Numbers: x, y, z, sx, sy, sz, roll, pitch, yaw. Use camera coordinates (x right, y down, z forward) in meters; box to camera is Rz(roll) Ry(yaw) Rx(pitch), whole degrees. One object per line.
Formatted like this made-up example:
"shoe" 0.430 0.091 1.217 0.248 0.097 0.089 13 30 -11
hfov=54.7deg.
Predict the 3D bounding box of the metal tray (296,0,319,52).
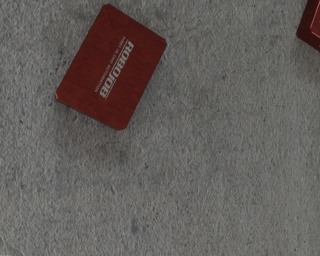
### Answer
"metal tray" 0.297 -0.165 0.515 0.131 0.030 0.090 24 82 -19

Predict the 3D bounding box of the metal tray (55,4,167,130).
"metal tray" -0.059 -0.073 0.384 0.090 0.030 0.130 28 81 -18
